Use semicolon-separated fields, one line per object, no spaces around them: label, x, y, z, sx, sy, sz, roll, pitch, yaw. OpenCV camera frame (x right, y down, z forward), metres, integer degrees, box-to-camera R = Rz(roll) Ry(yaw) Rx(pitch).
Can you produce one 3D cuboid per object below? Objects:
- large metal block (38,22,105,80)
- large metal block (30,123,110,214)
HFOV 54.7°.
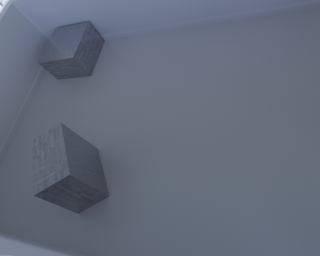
large metal block;-0.157;-0.137;0.557;0.080;0.050;0.080;-1;61;28
large metal block;-0.116;0.053;0.399;0.050;0.080;0.080;-30;52;9
